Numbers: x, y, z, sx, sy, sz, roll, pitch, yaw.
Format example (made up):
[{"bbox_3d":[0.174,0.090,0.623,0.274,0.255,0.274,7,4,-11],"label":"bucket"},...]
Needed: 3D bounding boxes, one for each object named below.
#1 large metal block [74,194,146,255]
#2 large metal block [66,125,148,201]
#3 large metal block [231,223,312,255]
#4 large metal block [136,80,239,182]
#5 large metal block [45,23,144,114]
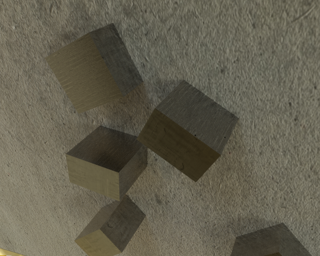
[{"bbox_3d":[-0.082,0.168,0.519,0.080,0.080,0.050,-34,99,38],"label":"large metal block"},{"bbox_3d":[-0.072,0.046,0.438,0.080,0.080,0.050,16,125,19],"label":"large metal block"},{"bbox_3d":[0.156,0.187,0.424,0.080,0.050,0.080,49,129,-7],"label":"large metal block"},{"bbox_3d":[0.034,0.000,0.354,0.080,0.080,0.050,36,129,4],"label":"large metal block"},{"bbox_3d":[-0.081,-0.073,0.389,0.080,0.050,0.080,-15,111,34],"label":"large metal block"}]
